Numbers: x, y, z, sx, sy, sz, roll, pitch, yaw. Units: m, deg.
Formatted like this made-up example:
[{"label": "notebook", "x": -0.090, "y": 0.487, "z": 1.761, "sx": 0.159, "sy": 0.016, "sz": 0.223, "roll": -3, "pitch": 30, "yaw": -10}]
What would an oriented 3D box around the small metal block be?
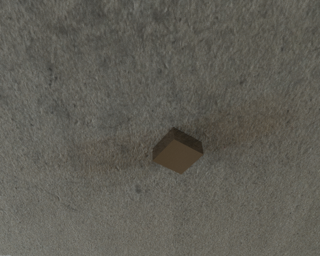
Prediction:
[{"label": "small metal block", "x": 0.025, "y": 0.033, "z": 0.435, "sx": 0.050, "sy": 0.025, "sz": 0.050, "roll": 28, "pitch": 125, "yaw": -22}]
